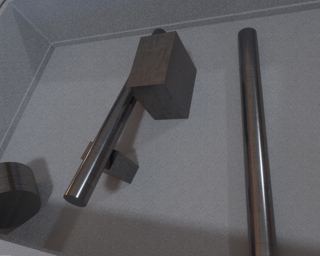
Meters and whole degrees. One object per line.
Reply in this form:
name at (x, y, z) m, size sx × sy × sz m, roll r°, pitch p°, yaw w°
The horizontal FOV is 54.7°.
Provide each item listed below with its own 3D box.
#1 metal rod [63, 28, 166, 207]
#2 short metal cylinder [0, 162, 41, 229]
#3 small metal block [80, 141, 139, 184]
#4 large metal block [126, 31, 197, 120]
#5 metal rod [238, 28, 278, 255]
metal rod at (-0.043, -0.037, 0.406) m, size 0.025 × 0.025 × 0.300 m, roll -1°, pitch 48°, yaw 27°
short metal cylinder at (-0.209, 0.092, 0.421) m, size 0.080 × 0.080 × 0.050 m, roll -37°, pitch 51°, yaw 3°
small metal block at (-0.063, 0.044, 0.394) m, size 0.050 × 0.050 × 0.025 m, roll 15°, pitch 70°, yaw 34°
large metal block at (0.006, -0.065, 0.406) m, size 0.050 × 0.080 × 0.080 m, roll -2°, pitch 61°, yaw 27°
metal rod at (0.106, 0.003, 0.347) m, size 0.025 × 0.025 × 0.299 m, roll -8°, pitch 58°, yaw 23°
